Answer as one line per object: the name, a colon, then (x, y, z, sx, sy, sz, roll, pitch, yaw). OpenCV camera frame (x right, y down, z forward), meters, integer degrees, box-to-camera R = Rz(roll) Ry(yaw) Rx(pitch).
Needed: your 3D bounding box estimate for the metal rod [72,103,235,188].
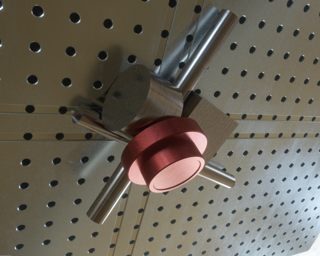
metal rod: (0.014, 0.038, 0.443, 0.301, 0.025, 0.025, 27, 103, -38)

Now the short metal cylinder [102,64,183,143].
short metal cylinder: (-0.021, -0.024, 0.350, 0.050, 0.080, 0.080, 28, 103, -38)

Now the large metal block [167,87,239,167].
large metal block: (0.044, -0.001, 0.416, 0.080, 0.050, 0.080, 29, 102, -38)

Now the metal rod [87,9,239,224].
metal rod: (0.002, -0.012, 0.381, 0.025, 0.025, 0.299, 32, 93, -39)

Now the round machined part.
round machined part: (0.010, 0.036, 0.345, 0.099, 0.042, 0.098, -21, 148, -14)
